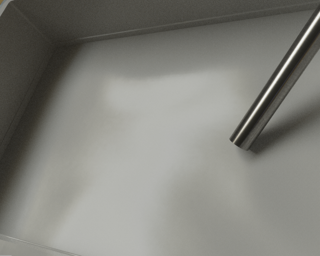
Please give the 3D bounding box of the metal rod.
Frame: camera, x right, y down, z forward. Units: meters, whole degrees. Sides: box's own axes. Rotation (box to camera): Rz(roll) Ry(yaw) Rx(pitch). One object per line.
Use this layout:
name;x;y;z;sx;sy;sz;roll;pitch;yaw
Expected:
metal rod;0.161;-0.105;0.307;0.025;0.025;0.298;44;112;39
